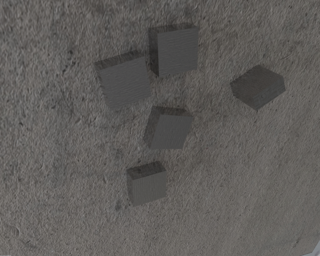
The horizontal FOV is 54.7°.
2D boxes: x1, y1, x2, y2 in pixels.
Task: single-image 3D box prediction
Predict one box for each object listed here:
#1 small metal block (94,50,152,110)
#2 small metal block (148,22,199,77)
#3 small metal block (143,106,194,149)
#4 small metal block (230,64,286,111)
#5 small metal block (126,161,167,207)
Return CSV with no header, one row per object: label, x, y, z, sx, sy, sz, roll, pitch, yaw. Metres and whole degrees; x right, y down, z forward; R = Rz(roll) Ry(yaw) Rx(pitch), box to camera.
small metal block,-0.041,-0.054,0.350,0.050,0.025,0.050,-21,127,-16
small metal block,0.016,-0.091,0.359,0.050,0.025,0.050,-16,125,-20
small metal block,0.010,0.000,0.413,0.050,0.025,0.050,3,117,-30
small metal block,0.135,-0.057,0.429,0.050,0.050,0.025,-34,129,-6
small metal block,-0.019,0.080,0.446,0.050,0.025,0.050,-13,124,-21
